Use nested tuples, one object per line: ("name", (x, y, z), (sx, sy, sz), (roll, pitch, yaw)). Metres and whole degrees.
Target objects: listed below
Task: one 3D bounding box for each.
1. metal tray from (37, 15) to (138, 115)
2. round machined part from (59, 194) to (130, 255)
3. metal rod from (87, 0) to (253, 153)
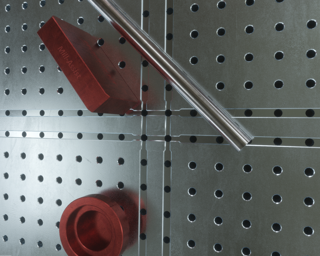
("metal tray", (-0.092, -0.078, 0.409), (0.030, 0.090, 0.130), (-39, 78, 16))
("round machined part", (-0.087, 0.140, 0.433), (0.098, 0.042, 0.097), (0, 90, 19))
("metal rod", (0.004, -0.085, 0.410), (0.025, 0.025, 0.300), (-46, 76, 14))
